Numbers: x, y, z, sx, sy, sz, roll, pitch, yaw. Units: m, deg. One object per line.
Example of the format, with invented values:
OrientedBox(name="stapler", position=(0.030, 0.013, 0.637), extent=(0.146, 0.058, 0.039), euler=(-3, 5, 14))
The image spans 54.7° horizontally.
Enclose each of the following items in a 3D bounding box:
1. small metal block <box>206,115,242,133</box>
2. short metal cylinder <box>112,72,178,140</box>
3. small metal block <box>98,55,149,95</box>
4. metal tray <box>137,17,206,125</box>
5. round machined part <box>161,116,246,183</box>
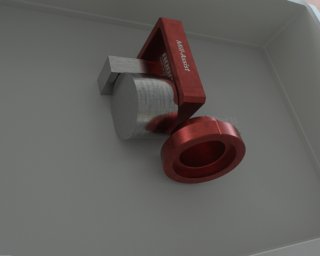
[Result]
OrientedBox(name="small metal block", position=(0.074, 0.007, 0.427), extent=(0.050, 0.050, 0.025), euler=(2, 61, -28))
OrientedBox(name="short metal cylinder", position=(-0.021, -0.027, 0.377), extent=(0.050, 0.080, 0.080), euler=(-1, 63, -29))
OrientedBox(name="small metal block", position=(-0.049, -0.066, 0.405), extent=(0.050, 0.050, 0.025), euler=(0, 62, -29))
OrientedBox(name="metal tray", position=(0.009, -0.068, 0.411), extent=(0.030, 0.090, 0.130), euler=(1, 61, -28))
OrientedBox(name="round machined part", position=(0.049, 0.023, 0.374), extent=(0.099, 0.097, 0.042), euler=(9, 45, -24))
